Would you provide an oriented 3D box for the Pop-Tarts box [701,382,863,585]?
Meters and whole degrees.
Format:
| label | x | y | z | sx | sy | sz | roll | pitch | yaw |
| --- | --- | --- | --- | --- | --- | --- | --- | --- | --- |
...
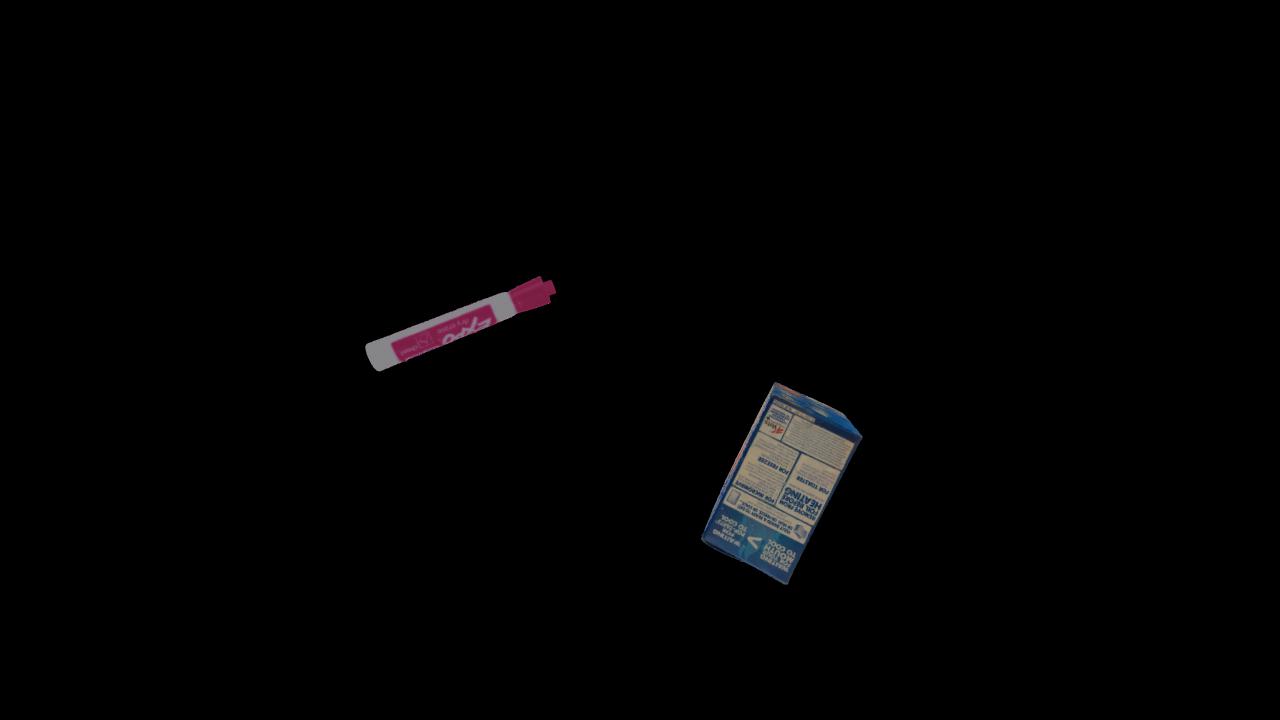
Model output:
| label | x | y | z | sx | sy | sz | roll | pitch | yaw |
| --- | --- | --- | --- | --- | --- | --- | --- | --- | --- |
| Pop-Tarts box | 0.132 | 0.103 | 0.580 | 0.083 | 0.141 | 0.167 | 25 | 7 | 12 |

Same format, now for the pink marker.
| label | x | y | z | sx | sy | sz | roll | pitch | yaw |
| --- | --- | --- | --- | --- | --- | --- | --- | --- | --- |
| pink marker | -0.111 | -0.024 | 0.389 | 0.121 | 0.020 | 0.020 | -23 | 3 | -8 |
